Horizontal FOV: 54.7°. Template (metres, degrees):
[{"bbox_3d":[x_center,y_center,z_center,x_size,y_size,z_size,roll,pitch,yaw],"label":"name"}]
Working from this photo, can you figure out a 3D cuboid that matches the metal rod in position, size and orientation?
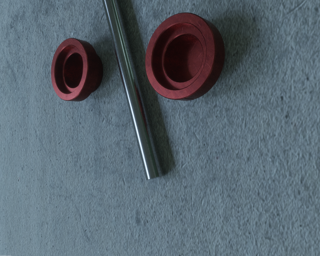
[{"bbox_3d":[-0.043,-0.076,0.438,0.025,0.025,0.299,-24,75,37],"label":"metal rod"}]

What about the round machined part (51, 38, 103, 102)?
[{"bbox_3d":[-0.129,-0.091,0.498,0.098,0.042,0.097,0,90,39],"label":"round machined part"}]

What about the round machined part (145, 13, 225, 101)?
[{"bbox_3d":[0.033,-0.081,0.365,0.098,0.042,0.097,0,90,39],"label":"round machined part"}]
